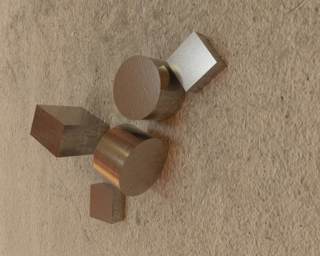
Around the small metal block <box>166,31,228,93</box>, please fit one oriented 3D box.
[{"bbox_3d":[0.043,-0.077,0.368,0.050,0.025,0.050,-43,64,31],"label":"small metal block"}]

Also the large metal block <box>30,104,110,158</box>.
[{"bbox_3d":[-0.140,0.003,0.482,0.080,0.081,0.050,29,108,36],"label":"large metal block"}]

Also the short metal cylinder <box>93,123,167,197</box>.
[{"bbox_3d":[-0.037,0.040,0.398,0.050,0.081,0.079,27,107,36],"label":"short metal cylinder"}]

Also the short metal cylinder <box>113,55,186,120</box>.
[{"bbox_3d":[-0.014,-0.049,0.399,0.080,0.050,0.079,0,90,39],"label":"short metal cylinder"}]

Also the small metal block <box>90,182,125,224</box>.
[{"bbox_3d":[-0.080,0.112,0.468,0.050,0.025,0.050,3,92,39],"label":"small metal block"}]
